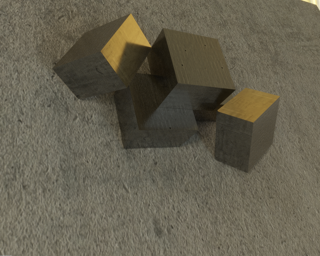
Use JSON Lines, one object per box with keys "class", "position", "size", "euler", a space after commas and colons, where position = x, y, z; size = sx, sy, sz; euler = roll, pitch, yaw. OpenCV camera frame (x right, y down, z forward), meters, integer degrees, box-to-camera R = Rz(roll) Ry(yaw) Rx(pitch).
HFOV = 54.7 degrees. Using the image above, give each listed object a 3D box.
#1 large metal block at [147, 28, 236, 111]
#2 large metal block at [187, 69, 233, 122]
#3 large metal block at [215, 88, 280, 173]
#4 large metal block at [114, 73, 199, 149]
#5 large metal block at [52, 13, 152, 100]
{"class": "large metal block", "position": [0.037, -0.070, 0.387], "size": [0.081, 0.050, 0.080], "euler": [2, 61, -28]}
{"class": "large metal block", "position": [0.053, -0.056, 0.454], "size": [0.081, 0.050, 0.080], "euler": [0, 62, -29]}
{"class": "large metal block", "position": [0.120, 0.001, 0.428], "size": [0.050, 0.079, 0.081], "euler": [22, 41, 34]}
{"class": "large metal block", "position": [-0.007, -0.021, 0.397], "size": [0.081, 0.050, 0.080], "euler": [0, 62, -29]}
{"class": "large metal block", "position": [-0.068, -0.086, 0.378], "size": [0.050, 0.080, 0.080], "euler": [55, 43, -33]}
